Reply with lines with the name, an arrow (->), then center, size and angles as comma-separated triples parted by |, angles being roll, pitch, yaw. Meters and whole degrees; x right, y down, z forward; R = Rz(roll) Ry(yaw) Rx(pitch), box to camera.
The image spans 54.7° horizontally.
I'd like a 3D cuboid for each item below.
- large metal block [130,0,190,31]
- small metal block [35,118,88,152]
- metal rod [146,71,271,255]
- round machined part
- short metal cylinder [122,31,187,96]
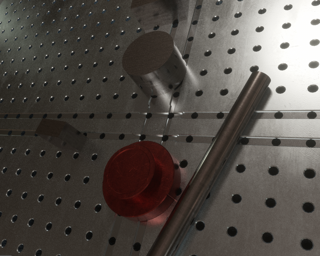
large metal block -> 0.003, -0.221, 0.524 | 0.080, 0.050, 0.080 | -7, 59, 24
small metal block -> -0.146, 0.011, 0.460 | 0.050, 0.050, 0.025 | 8, 66, 31
metal rod -> 0.046, 0.061, 0.345 | 0.025, 0.025, 0.300 | 22, 73, 36
round machined part -> -0.028, 0.059, 0.375 | 0.098, 0.042, 0.098 | -13, 56, 20
short metal cylinder -> -0.008, -0.094, 0.452 | 0.080, 0.050, 0.080 | -13, 56, 20
